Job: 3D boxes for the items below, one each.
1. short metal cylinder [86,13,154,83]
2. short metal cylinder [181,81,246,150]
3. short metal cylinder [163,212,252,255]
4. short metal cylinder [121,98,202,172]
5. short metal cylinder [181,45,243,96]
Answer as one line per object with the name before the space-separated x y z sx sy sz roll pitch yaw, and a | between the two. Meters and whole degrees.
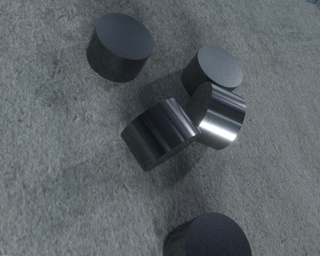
short metal cylinder | -0.055 -0.110 0.426 0.081 0.050 0.080 14 56 -21
short metal cylinder | 0.070 -0.016 0.418 0.050 0.080 0.080 23 53 -15
short metal cylinder | 0.050 0.137 0.333 0.081 0.050 0.080 14 56 -21
short metal cylinder | 0.002 0.009 0.366 0.081 0.080 0.050 -26 76 -37
short metal cylinder | 0.081 -0.082 0.484 0.081 0.050 0.080 14 56 -21
